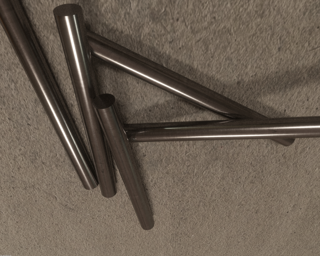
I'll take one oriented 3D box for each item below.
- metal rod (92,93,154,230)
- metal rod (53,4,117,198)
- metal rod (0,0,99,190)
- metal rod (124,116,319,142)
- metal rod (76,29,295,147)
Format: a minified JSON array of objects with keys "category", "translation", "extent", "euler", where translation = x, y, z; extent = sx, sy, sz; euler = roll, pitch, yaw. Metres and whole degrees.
[{"category":"metal rod","translation":[-0.041,0.071,0.443],"extent":[0.025,0.025,0.298],"euler":[-6,137,5]},{"category":"metal rod","translation":[-0.081,-0.003,0.383],"extent":[0.025,0.025,0.298],"euler":[-1,136,0]},{"category":"metal rod","translation":[-0.130,-0.026,0.382],"extent":[0.025,0.025,0.298],"euler":[-7,130,6]},{"category":"metal rod","translation":[0.094,0.002,0.377],"extent":[0.301,0.025,0.025],"euler":[-2,131,14]},{"category":"metal rod","translation":[0.043,-0.041,0.372],"extent":[0.302,0.025,0.025],"euler":[23,126,-19]}]
